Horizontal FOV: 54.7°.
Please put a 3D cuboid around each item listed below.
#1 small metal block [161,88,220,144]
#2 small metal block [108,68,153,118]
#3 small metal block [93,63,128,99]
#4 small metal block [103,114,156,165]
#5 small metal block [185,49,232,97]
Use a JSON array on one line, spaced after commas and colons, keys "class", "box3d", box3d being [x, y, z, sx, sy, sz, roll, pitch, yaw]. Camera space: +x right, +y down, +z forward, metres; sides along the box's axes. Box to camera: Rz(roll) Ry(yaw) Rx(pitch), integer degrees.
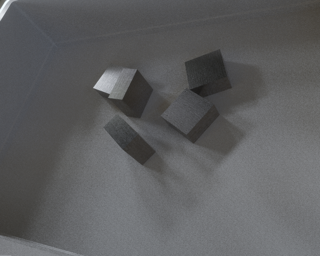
[{"class": "small metal block", "box3d": [0.038, -0.016, 0.396, 0.050, 0.025, 0.050, -48, 51, -5]}, {"class": "small metal block", "box3d": [-0.040, -0.049, 0.441, 0.025, 0.050, 0.050, 10, 67, 32]}, {"class": "small metal block", "box3d": [-0.067, -0.070, 0.484, 0.050, 0.025, 0.050, 22, 73, 36]}, {"class": "small metal block", "box3d": [-0.039, 0.015, 0.401, 0.025, 0.050, 0.050, -45, 51, -3]}, {"class": "small metal block", "box3d": [0.064, -0.072, 0.416, 0.050, 0.025, 0.050, -18, 55, 17]}]
